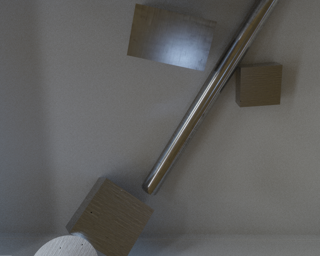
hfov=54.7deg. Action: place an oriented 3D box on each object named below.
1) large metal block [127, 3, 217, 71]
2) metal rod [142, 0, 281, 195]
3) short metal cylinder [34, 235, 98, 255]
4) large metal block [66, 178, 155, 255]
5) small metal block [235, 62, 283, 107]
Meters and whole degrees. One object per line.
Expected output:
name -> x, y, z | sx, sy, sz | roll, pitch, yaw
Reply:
large metal block -> 0.011, -0.102, 0.344 | 0.081, 0.080, 0.050 | 11, 110, -5
metal rod -> 0.057, -0.035, 0.399 | 0.025, 0.025, 0.298 | 27, 108, -10
short metal cylinder -> -0.109, 0.175, 0.366 | 0.081, 0.080, 0.050 | 1, 143, -1
large metal block -> -0.068, 0.124, 0.423 | 0.080, 0.050, 0.080 | 37, 70, -13
small metal block -> 0.124, -0.055, 0.393 | 0.050, 0.025, 0.050 | -4, 110, 1
